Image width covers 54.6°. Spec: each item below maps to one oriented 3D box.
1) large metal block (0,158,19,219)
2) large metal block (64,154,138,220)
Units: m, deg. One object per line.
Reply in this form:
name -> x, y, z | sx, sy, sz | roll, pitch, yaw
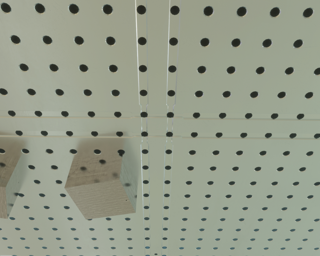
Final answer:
large metal block -> -0.264, 0.088, 0.467 | 0.080, 0.050, 0.079 | 12, 129, -10
large metal block -> -0.085, 0.090, 0.471 | 0.080, 0.050, 0.080 | -10, 130, 8
